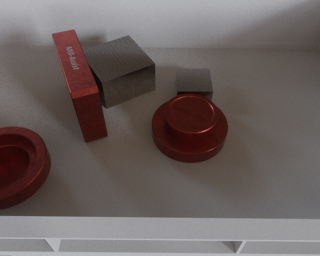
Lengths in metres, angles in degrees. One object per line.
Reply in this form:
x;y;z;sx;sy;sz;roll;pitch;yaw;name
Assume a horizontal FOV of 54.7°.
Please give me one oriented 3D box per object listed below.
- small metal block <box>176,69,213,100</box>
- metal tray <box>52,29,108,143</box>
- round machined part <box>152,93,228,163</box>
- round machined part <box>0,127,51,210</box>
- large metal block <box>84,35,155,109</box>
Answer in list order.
0.049;-0.062;0.458;0.050;0.025;0.050;0;50;-1;small metal block
-0.106;-0.057;0.408;0.030;0.089;0.130;-17;52;-14;metal tray
0.039;-0.007;0.400;0.099;0.042;0.098;0;50;0;round machined part
-0.174;0.049;0.351;0.099;0.042;0.098;0;50;0;round machined part
-0.062;-0.085;0.459;0.081;0.050;0.080;-24;54;-20;large metal block
